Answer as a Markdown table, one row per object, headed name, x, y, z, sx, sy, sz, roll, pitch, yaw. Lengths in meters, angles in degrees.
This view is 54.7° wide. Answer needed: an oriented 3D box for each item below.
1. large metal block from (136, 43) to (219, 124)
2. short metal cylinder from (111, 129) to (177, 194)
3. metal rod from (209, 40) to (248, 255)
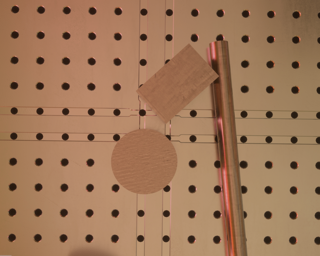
| name | x | y | z | sx | sy | sz | roll | pitch | yaw |
| --- | --- | --- | --- | --- | --- | --- | --- | --- | --- |
| large metal block | 0.019 | -0.050 | 0.386 | 0.080 | 0.080 | 0.050 | -42 | 91 | 0 |
| short metal cylinder | -0.019 | 0.041 | 0.401 | 0.081 | 0.050 | 0.079 | 0 | 90 | -1 |
| metal rod | 0.092 | 0.035 | 0.414 | 0.025 | 0.025 | 0.298 | -5 | 90 | -1 |
